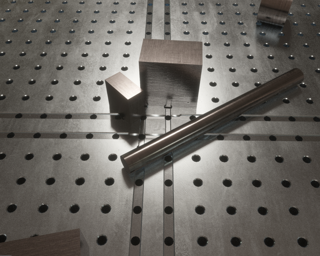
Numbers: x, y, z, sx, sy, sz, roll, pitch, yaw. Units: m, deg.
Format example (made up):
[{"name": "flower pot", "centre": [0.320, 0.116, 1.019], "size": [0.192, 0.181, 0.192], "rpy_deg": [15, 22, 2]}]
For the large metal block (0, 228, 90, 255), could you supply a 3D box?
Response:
[{"name": "large metal block", "centre": [-0.105, 0.143, 0.270], "size": [0.081, 0.050, 0.080], "rpy_deg": [-8, 51, -8]}]

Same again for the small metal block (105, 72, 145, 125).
[{"name": "small metal block", "centre": [-0.048, -0.041, 0.425], "size": [0.025, 0.050, 0.050], "rpy_deg": [-34, 58, -25]}]

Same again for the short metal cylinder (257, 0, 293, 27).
[{"name": "short metal cylinder", "centre": [0.216, -0.232, 0.570], "size": [0.050, 0.080, 0.080], "rpy_deg": [19, 53, 15]}]

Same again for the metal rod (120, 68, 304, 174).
[{"name": "metal rod", "centre": [0.085, -0.018, 0.423], "size": [0.302, 0.025, 0.025], "rpy_deg": [-26, 55, -21]}]

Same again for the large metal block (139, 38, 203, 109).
[{"name": "large metal block", "centre": [0.015, -0.075, 0.435], "size": [0.080, 0.080, 0.050], "rpy_deg": [4, 50, 3]}]
